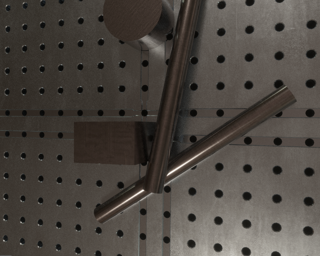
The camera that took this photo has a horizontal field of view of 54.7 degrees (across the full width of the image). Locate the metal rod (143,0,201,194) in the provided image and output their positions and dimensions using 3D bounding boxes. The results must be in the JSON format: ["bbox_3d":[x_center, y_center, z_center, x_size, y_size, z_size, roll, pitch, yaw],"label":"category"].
[{"bbox_3d":[0.021,-0.068,0.390,0.025,0.025,0.298,11,88,19],"label":"metal rod"}]

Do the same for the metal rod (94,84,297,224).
[{"bbox_3d":[0.033,0.042,0.400,0.300,0.025,0.025,-35,79,16],"label":"metal rod"}]

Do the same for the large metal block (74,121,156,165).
[{"bbox_3d":[-0.053,0.017,0.401,0.080,0.080,0.050,0,90,19],"label":"large metal block"}]

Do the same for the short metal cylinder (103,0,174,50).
[{"bbox_3d":[-0.027,-0.148,0.408,0.080,0.050,0.079,0,90,19],"label":"short metal cylinder"}]
